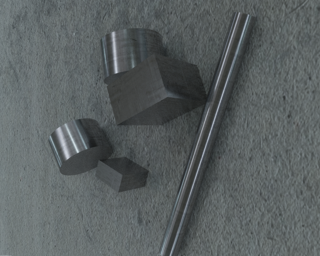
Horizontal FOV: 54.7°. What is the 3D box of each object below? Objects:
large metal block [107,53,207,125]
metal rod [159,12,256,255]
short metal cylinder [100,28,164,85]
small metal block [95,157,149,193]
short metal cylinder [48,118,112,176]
[{"bbox_3d":[-0.002,-0.041,0.371,0.080,0.081,0.050,-26,74,37],"label":"large metal block"},{"bbox_3d":[0.050,0.020,0.363,0.025,0.025,0.298,26,106,37],"label":"metal rod"},{"bbox_3d":[-0.034,-0.087,0.397,0.080,0.081,0.050,-12,83,39],"label":"short metal cylinder"},{"bbox_3d":[-0.053,0.064,0.432,0.050,0.050,0.025,24,106,37],"label":"small metal block"},{"bbox_3d":[-0.120,0.029,0.468,0.080,0.081,0.050,-44,64,31],"label":"short metal cylinder"}]
